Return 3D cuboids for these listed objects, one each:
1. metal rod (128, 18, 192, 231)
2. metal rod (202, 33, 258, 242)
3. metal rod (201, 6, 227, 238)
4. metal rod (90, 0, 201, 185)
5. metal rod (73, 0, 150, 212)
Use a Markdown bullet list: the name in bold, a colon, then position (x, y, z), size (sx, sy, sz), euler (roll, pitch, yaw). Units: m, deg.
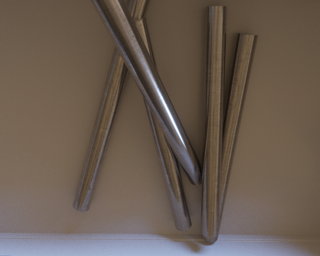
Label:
- **metal rod**: position (0.004, 0.014, 0.402), size (0.025, 0.025, 0.298), euler (-12, 115, 4)
- **metal rod**: position (0.090, 0.027, 0.421), size (0.025, 0.025, 0.298), euler (5, 110, -2)
- **metal rod**: position (0.068, 0.003, 0.398), size (0.025, 0.025, 0.298), euler (-1, 105, 0)
- **metal rod**: position (0.000, -0.027, 0.339), size (0.025, 0.025, 0.299), euler (-22, 133, 8)
- **metal rod**: position (-0.069, -0.019, 0.403), size (0.025, 0.025, 0.298), euler (17, 109, -6)
